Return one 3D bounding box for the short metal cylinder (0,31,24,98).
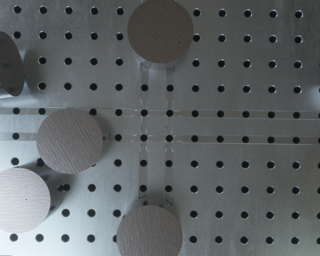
[{"bbox_3d":[-0.212,-0.076,0.384,0.050,0.080,0.080,-7,90,0],"label":"short metal cylinder"}]

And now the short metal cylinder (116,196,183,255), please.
[{"bbox_3d":[-0.013,0.133,0.401,0.081,0.050,0.079,0,90,0],"label":"short metal cylinder"}]

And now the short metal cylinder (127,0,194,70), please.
[{"bbox_3d":[0.001,-0.118,0.401,0.081,0.050,0.079,0,90,0],"label":"short metal cylinder"}]

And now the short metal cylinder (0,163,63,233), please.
[{"bbox_3d":[-0.173,0.088,0.399,0.081,0.050,0.079,0,90,0],"label":"short metal cylinder"}]

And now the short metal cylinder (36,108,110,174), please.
[{"bbox_3d":[-0.109,0.016,0.400,0.081,0.050,0.079,0,90,0],"label":"short metal cylinder"}]
